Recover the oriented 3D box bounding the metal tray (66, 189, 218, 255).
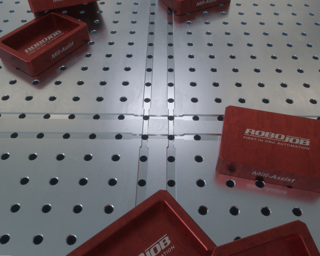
[{"bbox_3d":[-0.019,0.130,0.295,0.131,0.030,0.090,-31,57,-24],"label":"metal tray"}]

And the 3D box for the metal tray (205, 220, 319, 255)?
[{"bbox_3d":[0.102,0.153,0.254,0.091,0.030,0.130,-14,67,-11],"label":"metal tray"}]

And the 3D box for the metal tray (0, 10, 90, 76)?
[{"bbox_3d":[-0.198,-0.149,0.528,0.090,0.030,0.131,28,55,22],"label":"metal tray"}]

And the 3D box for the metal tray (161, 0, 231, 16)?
[{"bbox_3d":[0.072,-0.282,0.641,0.131,0.030,0.090,-22,53,-17],"label":"metal tray"}]

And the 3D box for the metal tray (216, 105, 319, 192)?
[{"bbox_3d":[0.141,0.023,0.386,0.130,0.030,0.090,10,51,8],"label":"metal tray"}]

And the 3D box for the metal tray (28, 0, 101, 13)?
[{"bbox_3d":[-0.184,-0.253,0.596,0.131,0.030,0.090,-17,30,-14],"label":"metal tray"}]
